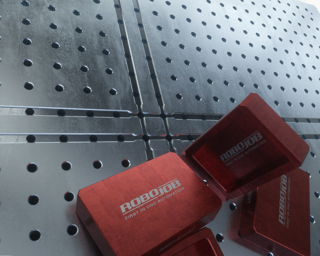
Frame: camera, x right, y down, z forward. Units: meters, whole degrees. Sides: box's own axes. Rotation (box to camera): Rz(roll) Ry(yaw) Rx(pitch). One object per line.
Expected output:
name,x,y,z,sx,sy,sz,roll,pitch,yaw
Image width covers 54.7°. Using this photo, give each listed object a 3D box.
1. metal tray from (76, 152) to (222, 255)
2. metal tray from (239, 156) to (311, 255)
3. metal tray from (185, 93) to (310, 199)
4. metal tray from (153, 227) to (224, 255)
metal tray,-0.010,0.083,0.330,0.131,0.030,0.090,-19,51,-36
metal tray,0.163,0.103,0.432,0.090,0.030,0.130,29,52,-11
metal tray,0.098,0.028,0.379,0.090,0.129,0.030,46,51,4
metal tray,0.016,0.168,0.312,0.131,0.030,0.090,-15,69,-34
